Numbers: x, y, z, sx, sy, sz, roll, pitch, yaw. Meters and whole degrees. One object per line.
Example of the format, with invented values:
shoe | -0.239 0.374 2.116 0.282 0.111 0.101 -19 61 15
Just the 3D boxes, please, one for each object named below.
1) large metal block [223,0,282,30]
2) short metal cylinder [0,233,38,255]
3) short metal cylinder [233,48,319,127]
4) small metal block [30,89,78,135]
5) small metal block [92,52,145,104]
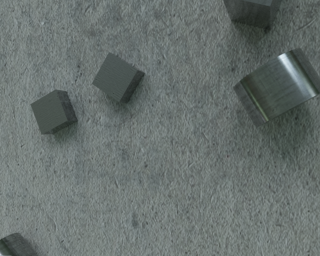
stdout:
large metal block | 0.111 -0.164 0.341 0.050 0.080 0.080 21 97 19
short metal cylinder | -0.230 0.204 0.461 0.050 0.080 0.080 44 104 14
short metal cylinder | 0.128 -0.041 0.335 0.080 0.080 0.050 -31 80 17
small metal block | -0.159 -0.023 0.465 0.050 0.025 0.050 -26 82 18
small metal block | -0.058 -0.069 0.429 0.050 0.025 0.050 34 101 16
